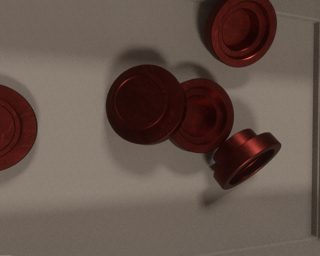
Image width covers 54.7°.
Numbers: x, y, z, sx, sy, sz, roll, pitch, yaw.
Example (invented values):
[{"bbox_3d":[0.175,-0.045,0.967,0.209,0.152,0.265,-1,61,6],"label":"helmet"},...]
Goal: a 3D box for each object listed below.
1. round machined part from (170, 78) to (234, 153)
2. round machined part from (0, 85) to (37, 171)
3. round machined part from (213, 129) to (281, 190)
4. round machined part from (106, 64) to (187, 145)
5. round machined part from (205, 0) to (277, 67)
[{"bbox_3d":[0.047,-0.016,0.420,0.099,0.042,0.097,0,90,-21],"label":"round machined part"},{"bbox_3d":[-0.185,0.000,0.333,0.099,0.042,0.097,0,90,-21],"label":"round machined part"},{"bbox_3d":[0.113,0.038,0.426,0.099,0.098,0.042,-26,62,-18],"label":"round machined part"},{"bbox_3d":[-0.020,-0.029,0.370,0.098,0.042,0.097,-2,83,14],"label":"round machined part"},{"bbox_3d":[0.107,-0.137,0.430,0.099,0.042,0.097,-7,117,-15],"label":"round machined part"}]
